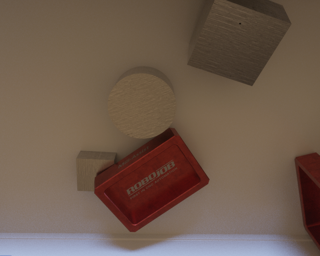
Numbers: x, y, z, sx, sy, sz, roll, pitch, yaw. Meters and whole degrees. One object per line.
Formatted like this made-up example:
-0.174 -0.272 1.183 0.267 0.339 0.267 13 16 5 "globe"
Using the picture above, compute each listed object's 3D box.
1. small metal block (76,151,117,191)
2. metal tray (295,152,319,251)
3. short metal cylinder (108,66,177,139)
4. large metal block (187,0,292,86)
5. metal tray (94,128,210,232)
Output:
-0.088 0.061 0.433 0.050 0.025 0.050 3 110 -2 "small metal block"
0.223 0.110 0.420 0.030 0.090 0.129 -15 110 5 "metal tray"
-0.021 -0.033 0.386 0.081 0.050 0.079 0 110 -1 "short metal cylinder"
0.083 -0.104 0.347 0.080 0.050 0.079 17 132 -7 "large metal block"
-0.011 0.071 0.418 0.130 0.030 0.090 -34 114 1 "metal tray"
